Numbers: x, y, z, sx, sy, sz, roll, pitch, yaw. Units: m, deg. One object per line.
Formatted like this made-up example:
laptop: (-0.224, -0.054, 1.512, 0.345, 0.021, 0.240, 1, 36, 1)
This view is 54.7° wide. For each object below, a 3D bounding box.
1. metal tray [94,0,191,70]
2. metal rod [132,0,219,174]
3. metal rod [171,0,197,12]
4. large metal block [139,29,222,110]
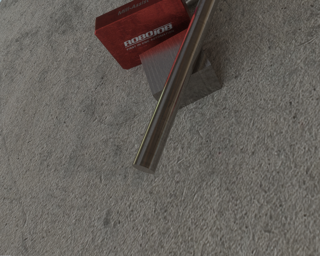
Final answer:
metal tray: (-0.018, -0.145, 0.458, 0.130, 0.090, 0.030, -18, 55, 17)
metal rod: (0.033, -0.088, 0.374, 0.025, 0.025, 0.300, 8, 65, 31)
metal rod: (0.078, -0.235, 0.506, 0.300, 0.025, 0.025, -37, 51, 3)
large metal block: (0.026, -0.077, 0.420, 0.080, 0.050, 0.080, -26, 53, 11)
